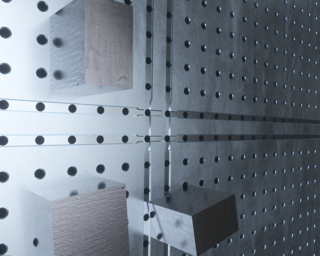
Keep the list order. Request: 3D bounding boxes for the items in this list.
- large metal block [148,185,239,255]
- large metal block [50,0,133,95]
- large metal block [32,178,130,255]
[{"bbox_3d":[0.044,0.117,0.409,0.081,0.080,0.050,-13,99,-39],"label":"large metal block"},{"bbox_3d":[-0.071,-0.078,0.313,0.050,0.080,0.080,0,90,-40],"label":"large metal block"},{"bbox_3d":[-0.081,0.102,0.324,0.081,0.050,0.080,-6,94,-40],"label":"large metal block"}]
